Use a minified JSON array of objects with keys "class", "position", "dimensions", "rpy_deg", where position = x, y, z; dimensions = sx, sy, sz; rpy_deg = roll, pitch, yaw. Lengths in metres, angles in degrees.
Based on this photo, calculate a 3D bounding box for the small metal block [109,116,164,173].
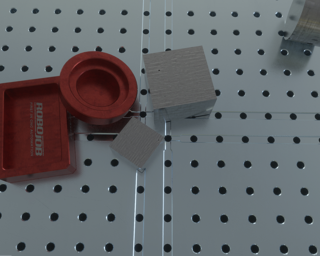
[{"class":"small metal block","position":[-0.029,0.022,0.404],"dimensions":[0.050,0.025,0.050],"rpy_deg":[34,73,11]}]

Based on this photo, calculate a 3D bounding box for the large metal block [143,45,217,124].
[{"class":"large metal block","position":[0.024,-0.058,0.420],"dimensions":[0.081,0.050,0.080],"rpy_deg":[-10,70,-4]}]

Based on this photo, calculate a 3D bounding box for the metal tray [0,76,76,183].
[{"class":"metal tray","position":[-0.163,0.000,0.407],"dimensions":[0.091,0.030,0.129],"rpy_deg":[-8,70,-4]}]

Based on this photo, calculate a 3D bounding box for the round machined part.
[{"class":"round machined part","position":[-0.083,-0.049,0.409],"dimensions":[0.099,0.042,0.098],"rpy_deg":[9,65,-19]}]

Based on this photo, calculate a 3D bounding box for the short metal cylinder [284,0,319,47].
[{"class":"short metal cylinder","position":[0.219,-0.162,0.444],"dimensions":[0.050,0.080,0.080],"rpy_deg":[14,71,5]}]
